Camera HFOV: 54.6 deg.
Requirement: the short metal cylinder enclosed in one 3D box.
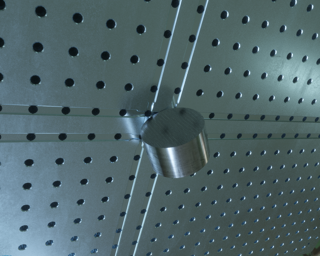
[{"bbox_3d":[0.020,0.017,0.396,0.080,0.080,0.050,-25,127,-13],"label":"short metal cylinder"}]
